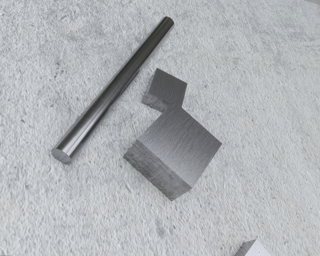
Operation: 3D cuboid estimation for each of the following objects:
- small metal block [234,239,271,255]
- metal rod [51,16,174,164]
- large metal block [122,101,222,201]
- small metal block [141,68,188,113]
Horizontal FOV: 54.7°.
[{"bbox_3d":[0.110,0.168,0.360,0.050,0.025,0.050,-33,80,-38],"label":"small metal block"},{"bbox_3d":[-0.046,-0.072,0.422,0.025,0.025,0.301,34,51,-6],"label":"metal rod"},{"bbox_3d":[0.016,0.027,0.380,0.080,0.050,0.080,42,51,0],"label":"large metal block"},{"bbox_3d":[0.007,-0.050,0.438,0.050,0.025,0.050,25,53,-13],"label":"small metal block"}]
